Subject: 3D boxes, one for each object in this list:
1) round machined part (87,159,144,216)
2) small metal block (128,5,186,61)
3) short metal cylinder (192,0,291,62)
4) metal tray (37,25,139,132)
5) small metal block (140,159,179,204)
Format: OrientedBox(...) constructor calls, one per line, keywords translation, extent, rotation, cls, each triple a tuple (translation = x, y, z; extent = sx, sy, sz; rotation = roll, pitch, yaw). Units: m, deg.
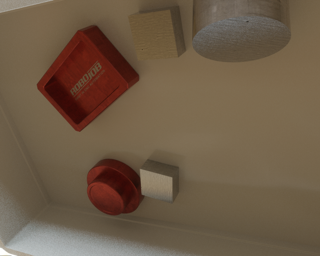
OrientedBox(translation=(-0.078, 0.102, 0.500), extent=(0.098, 0.042, 0.097), rotation=(13, 124, 20), cls="round machined part")
OrientedBox(translation=(-0.002, -0.105, 0.344), extent=(0.050, 0.025, 0.050), rotation=(2, 120, 27), cls="small metal block")
OrientedBox(translation=(0.069, -0.097, 0.268), extent=(0.080, 0.080, 0.050), rotation=(-5, 76, 30), cls="short metal cylinder")
OrientedBox(translation=(-0.101, -0.061, 0.418), extent=(0.130, 0.030, 0.090), rotation=(-35, 99, 38), cls="metal tray")
OrientedBox(translation=(0.000, 0.078, 0.456), extent=(0.050, 0.025, 0.050), rotation=(12, 124, 21), cls="small metal block")
